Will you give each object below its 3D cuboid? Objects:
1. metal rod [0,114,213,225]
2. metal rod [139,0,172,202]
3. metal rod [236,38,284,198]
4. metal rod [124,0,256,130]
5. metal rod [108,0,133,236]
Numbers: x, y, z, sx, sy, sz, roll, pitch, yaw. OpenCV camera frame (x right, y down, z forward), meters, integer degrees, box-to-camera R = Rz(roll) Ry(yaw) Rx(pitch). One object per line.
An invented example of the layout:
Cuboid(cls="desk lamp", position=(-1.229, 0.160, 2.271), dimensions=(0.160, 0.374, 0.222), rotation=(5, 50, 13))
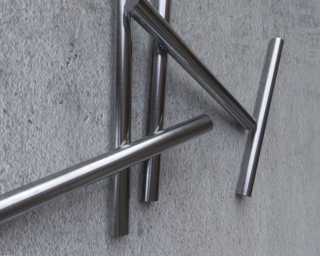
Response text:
Cuboid(cls="metal rod", position=(-0.063, 0.041, 0.325), dimensions=(0.302, 0.025, 0.025), rotation=(-21, 104, -30))
Cuboid(cls="metal rod", position=(-0.004, -0.058, 0.400), dimensions=(0.025, 0.025, 0.298), rotation=(6, 86, -40))
Cuboid(cls="metal rod", position=(0.182, -0.026, 0.556), dimensions=(0.025, 0.025, 0.299), rotation=(27, 73, -37))
Cuboid(cls="metal rod", position=(0.062, -0.072, 0.433), dimensions=(0.301, 0.025, 0.025), rotation=(35, 68, -42))
Cuboid(cls="metal rod", position=(-0.046, -0.026, 0.365), dimensions=(0.025, 0.025, 0.298), rotation=(1, 89, -40))
